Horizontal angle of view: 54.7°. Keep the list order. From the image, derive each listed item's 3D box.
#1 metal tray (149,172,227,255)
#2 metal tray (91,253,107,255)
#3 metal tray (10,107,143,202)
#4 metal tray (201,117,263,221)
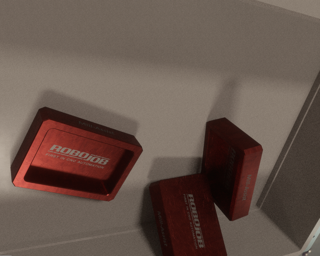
[{"bbox_3d":[0.041,0.137,0.455,0.091,0.129,0.030,-4,164,-33],"label":"metal tray"},{"bbox_3d":[-0.145,0.228,0.453,0.131,0.030,0.089,-4,140,-27],"label":"metal tray"},{"bbox_3d":[-0.097,0.037,0.376,0.131,0.030,0.090,20,107,-36],"label":"metal tray"},{"bbox_3d":[0.101,0.061,0.461,0.030,0.090,0.129,-13,124,-22],"label":"metal tray"}]
